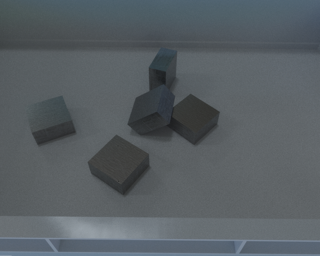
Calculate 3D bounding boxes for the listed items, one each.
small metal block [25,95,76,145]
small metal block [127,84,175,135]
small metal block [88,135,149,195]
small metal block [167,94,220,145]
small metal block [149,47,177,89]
[{"bbox_3d":[-0.146,-0.011,0.413,0.050,0.025,0.050,-20,53,-16],"label":"small metal block"},{"bbox_3d":[-0.011,-0.024,0.408,0.050,0.025,0.050,-21,40,34],"label":"small metal block"},{"bbox_3d":[-0.048,0.043,0.369,0.050,0.025,0.050,29,56,22],"label":"small metal block"},{"bbox_3d":[0.043,-0.013,0.416,0.050,0.025,0.050,36,58,26],"label":"small metal block"},{"bbox_3d":[0.005,-0.082,0.458,0.025,0.050,0.050,16,52,12],"label":"small metal block"}]
